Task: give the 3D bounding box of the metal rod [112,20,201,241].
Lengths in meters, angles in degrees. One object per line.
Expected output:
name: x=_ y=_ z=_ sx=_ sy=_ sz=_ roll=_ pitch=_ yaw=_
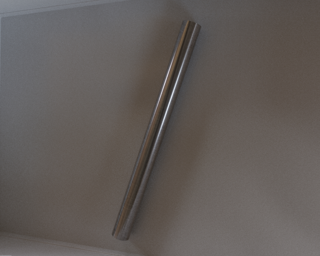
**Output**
metal rod: x=-0.007 y=0.008 z=0.411 sx=0.025 sy=0.025 sz=0.298 roll=21 pitch=97 yaw=19
